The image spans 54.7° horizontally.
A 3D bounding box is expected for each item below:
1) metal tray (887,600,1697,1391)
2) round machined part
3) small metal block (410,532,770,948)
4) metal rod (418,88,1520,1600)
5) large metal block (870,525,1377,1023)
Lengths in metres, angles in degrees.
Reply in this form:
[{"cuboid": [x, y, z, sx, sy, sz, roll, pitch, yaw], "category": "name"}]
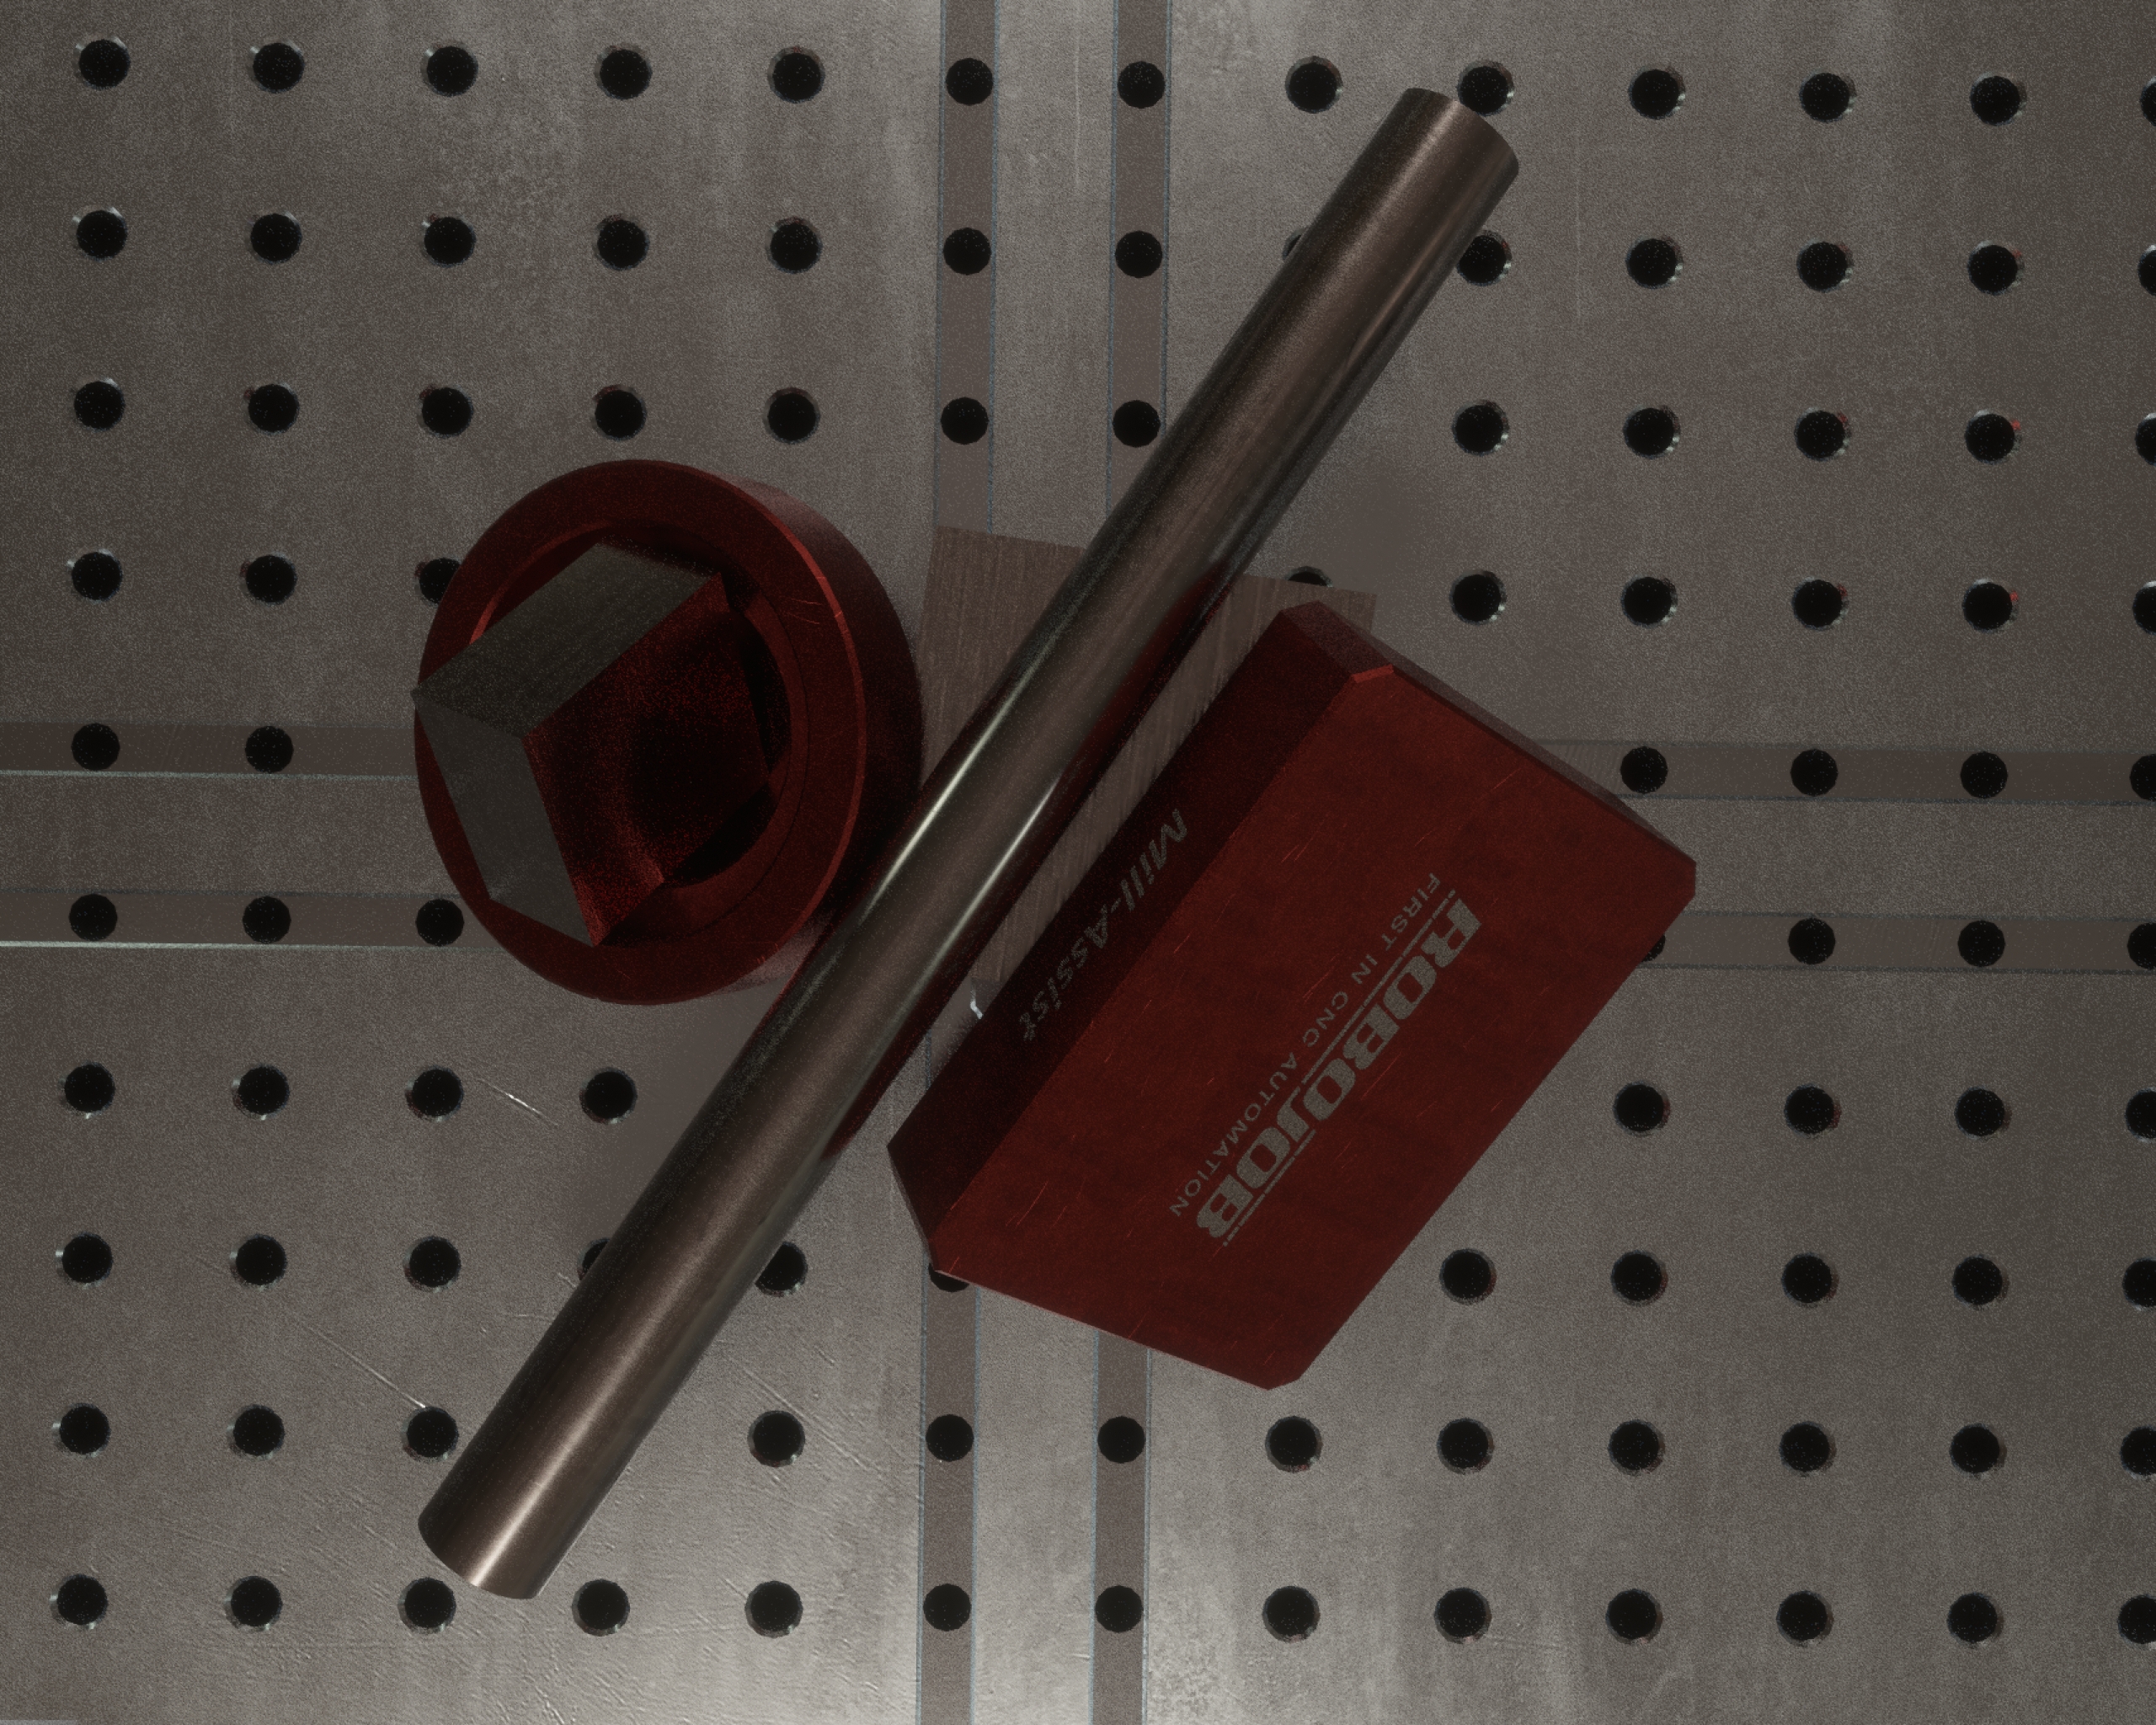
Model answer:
[{"cuboid": [0.038, 0.029, 0.378, 0.090, 0.030, 0.129, 28, 105, -32], "category": "metal tray"}, {"cuboid": [-0.072, -0.024, 0.391, 0.098, 0.042, 0.097, 1, 93, 25], "category": "round machined part"}, {"cuboid": [-0.085, -0.022, 0.372, 0.025, 0.050, 0.050, 22, 51, 25], "category": "small metal block"}, {"cuboid": [-0.018, -0.004, 0.363, 0.025, 0.025, 0.299, 35, 90, -1], "category": "metal rod"}, {"cuboid": [0.008, -0.015, 0.401, 0.081, 0.050, 0.080, 9, 90, -1], "category": "large metal block"}]
